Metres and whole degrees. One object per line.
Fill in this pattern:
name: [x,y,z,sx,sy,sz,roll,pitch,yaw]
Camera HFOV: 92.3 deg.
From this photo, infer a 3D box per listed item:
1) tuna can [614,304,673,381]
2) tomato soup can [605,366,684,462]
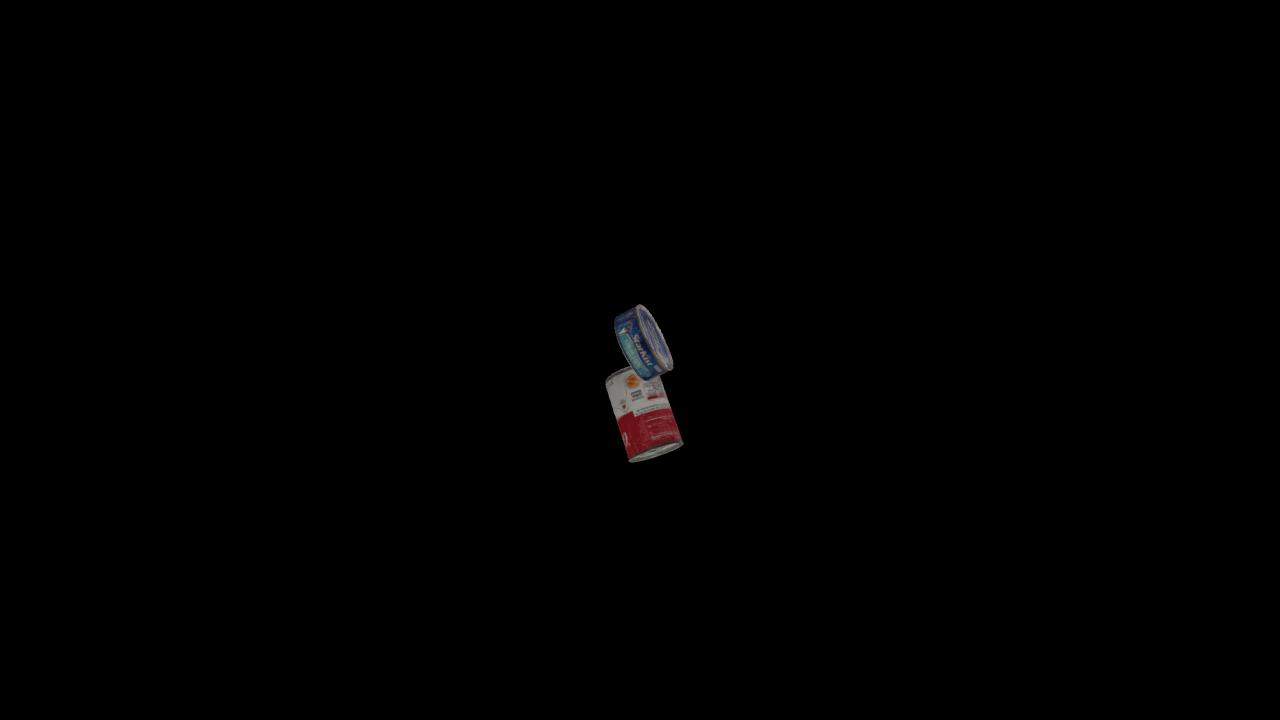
tuna can: [0.004,-0.019,0.701,0.034,0.084,0.084,-26,-7,14]
tomato soup can: [0.004,0.061,0.721,0.068,0.101,0.068,-17,-16,-5]
